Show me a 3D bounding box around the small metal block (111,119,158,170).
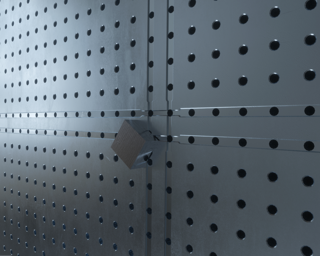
[{"bbox_3d":[-0.037,0.023,0.442,0.050,0.025,0.050,43,116,31],"label":"small metal block"}]
